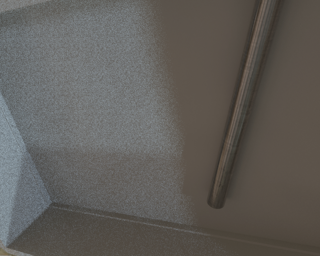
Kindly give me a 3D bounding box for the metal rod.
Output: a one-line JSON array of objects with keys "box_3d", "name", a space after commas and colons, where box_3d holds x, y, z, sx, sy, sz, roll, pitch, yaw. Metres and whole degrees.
[{"box_3d": [0.090, -0.020, 0.347, 0.025, 0.025, 0.298, 18, 126, 17], "name": "metal rod"}]
